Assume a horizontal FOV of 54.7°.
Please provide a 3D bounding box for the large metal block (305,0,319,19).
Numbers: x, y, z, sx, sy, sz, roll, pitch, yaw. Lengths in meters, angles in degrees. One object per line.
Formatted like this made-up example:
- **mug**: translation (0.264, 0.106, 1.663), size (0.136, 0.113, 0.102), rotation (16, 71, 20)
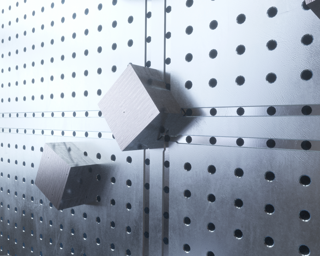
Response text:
- **large metal block**: translation (0.160, -0.152, 0.261), size (0.080, 0.050, 0.080), rotation (-21, 77, 38)

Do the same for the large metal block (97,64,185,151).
- **large metal block**: translation (-0.027, -0.026, 0.414), size (0.080, 0.050, 0.080), rotation (-45, 64, 30)

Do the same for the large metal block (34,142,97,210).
- **large metal block**: translation (-0.160, 0.078, 0.522), size (0.080, 0.050, 0.079), rotation (32, 110, 35)
